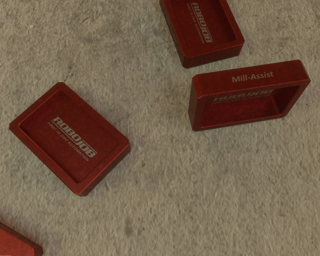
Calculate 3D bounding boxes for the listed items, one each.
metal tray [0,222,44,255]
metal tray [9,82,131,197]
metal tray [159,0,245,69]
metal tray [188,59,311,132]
[{"bbox_3d":[-0.214,0.147,0.349,0.130,0.030,0.090,27,72,9],"label":"metal tray"},{"bbox_3d":[-0.114,0.012,0.399,0.130,0.030,0.090,40,74,13],"label":"metal tray"},{"bbox_3d":[0.060,-0.160,0.464,0.091,0.030,0.130,-15,71,-6],"label":"metal tray"},{"bbox_3d":[0.104,-0.037,0.386,0.131,0.090,0.030,-9,64,-4],"label":"metal tray"}]
